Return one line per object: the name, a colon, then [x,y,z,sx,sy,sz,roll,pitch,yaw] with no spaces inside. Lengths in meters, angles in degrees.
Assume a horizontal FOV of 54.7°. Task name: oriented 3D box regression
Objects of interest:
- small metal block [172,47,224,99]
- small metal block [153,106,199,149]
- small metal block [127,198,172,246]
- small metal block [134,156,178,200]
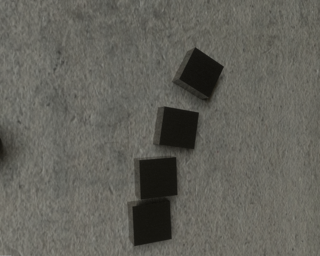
small metal block: [0.053,-0.075,0.430,0.050,0.025,0.050,29,80,-18]
small metal block: [0.021,0.000,0.418,0.050,0.025,0.050,9,87,-20]
small metal block: [-0.014,0.121,0.405,0.050,0.025,0.050,-3,91,-20]
small metal block: [-0.006,0.064,0.408,0.050,0.025,0.050,-2,91,-20]
